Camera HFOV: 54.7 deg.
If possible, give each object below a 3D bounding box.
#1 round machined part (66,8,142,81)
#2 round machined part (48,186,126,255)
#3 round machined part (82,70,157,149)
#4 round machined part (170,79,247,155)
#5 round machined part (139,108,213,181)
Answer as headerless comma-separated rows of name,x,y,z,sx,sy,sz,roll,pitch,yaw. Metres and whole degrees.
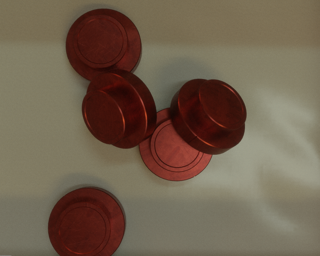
round machined part,-0.074,-0.107,0.402,0.099,0.042,0.097,0,90,0
round machined part,-0.095,0.126,0.397,0.099,0.042,0.097,0,84,-2
round machined part,-0.056,-0.019,0.376,0.098,0.042,0.097,16,120,31
round machined part,0.065,-0.020,0.377,0.099,0.042,0.098,14,57,-23
round machined part,0.022,0.021,0.403,0.099,0.042,0.097,0,90,0
